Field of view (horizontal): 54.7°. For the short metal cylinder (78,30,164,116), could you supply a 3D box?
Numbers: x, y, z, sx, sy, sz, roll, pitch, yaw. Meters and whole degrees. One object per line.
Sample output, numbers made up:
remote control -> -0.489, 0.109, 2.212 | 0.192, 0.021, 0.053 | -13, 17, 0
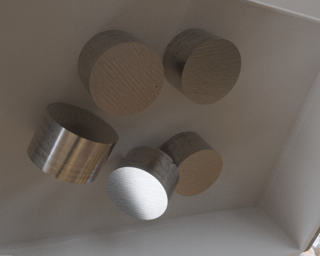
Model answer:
short metal cylinder -> -0.042, -0.059, 0.334 | 0.081, 0.050, 0.079 | -14, 125, -21

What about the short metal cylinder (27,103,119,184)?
short metal cylinder -> -0.092, 0.015, 0.333 | 0.080, 0.080, 0.050 | 20, 108, -36

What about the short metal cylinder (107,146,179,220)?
short metal cylinder -> -0.021, 0.070, 0.399 | 0.080, 0.050, 0.079 | 9, 119, 17

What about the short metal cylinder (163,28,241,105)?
short metal cylinder -> 0.050, -0.075, 0.375 | 0.081, 0.050, 0.079 | -14, 125, -21

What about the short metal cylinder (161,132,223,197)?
short metal cylinder -> 0.043, 0.052, 0.450 | 0.081, 0.050, 0.079 | -14, 125, -21
